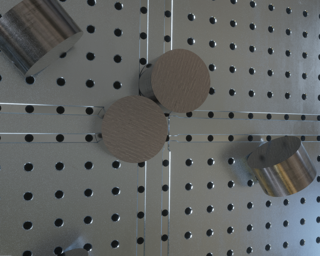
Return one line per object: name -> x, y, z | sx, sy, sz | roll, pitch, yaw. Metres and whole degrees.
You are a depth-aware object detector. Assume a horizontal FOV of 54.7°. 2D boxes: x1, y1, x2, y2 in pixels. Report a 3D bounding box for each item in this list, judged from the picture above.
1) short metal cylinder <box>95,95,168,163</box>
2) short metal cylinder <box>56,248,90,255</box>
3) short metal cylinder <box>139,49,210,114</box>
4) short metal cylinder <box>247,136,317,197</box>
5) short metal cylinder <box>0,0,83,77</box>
short metal cylinder -> -0.037, 0.001, 0.386 | 0.081, 0.050, 0.079 | 0, 90, -21
short metal cylinder -> -0.107, 0.181, 0.345 | 0.081, 0.080, 0.050 | -26, 99, -18
short metal cylinder -> 0.018, -0.059, 0.407 | 0.081, 0.050, 0.079 | 0, 91, -21
short metal cylinder -> 0.176, 0.055, 0.450 | 0.080, 0.080, 0.050 | -36, 102, -17
short metal cylinder -> -0.131, -0.100, 0.335 | 0.080, 0.080, 0.050 | -43, 104, -15
